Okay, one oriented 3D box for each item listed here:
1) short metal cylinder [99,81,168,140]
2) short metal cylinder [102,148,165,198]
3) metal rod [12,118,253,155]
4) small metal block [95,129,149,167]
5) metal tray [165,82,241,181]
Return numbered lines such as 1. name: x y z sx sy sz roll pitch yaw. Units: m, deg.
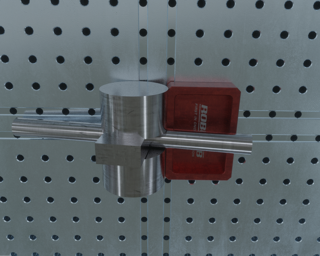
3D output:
1. short metal cylinder: -0.031 -0.024 0.373 0.081 0.080 0.050 1 110 -1
2. short metal cylinder: -0.034 0.046 0.400 0.081 0.080 0.050 1 110 -1
3. metal rod: -0.040 0.009 0.391 0.302 0.025 0.025 4 110 7
4. small metal block: -0.042 0.021 0.356 0.050 0.050 0.025 4 110 7
5. metal tray: 0.053 0.006 0.413 0.091 0.030 0.129 1 110 -1
